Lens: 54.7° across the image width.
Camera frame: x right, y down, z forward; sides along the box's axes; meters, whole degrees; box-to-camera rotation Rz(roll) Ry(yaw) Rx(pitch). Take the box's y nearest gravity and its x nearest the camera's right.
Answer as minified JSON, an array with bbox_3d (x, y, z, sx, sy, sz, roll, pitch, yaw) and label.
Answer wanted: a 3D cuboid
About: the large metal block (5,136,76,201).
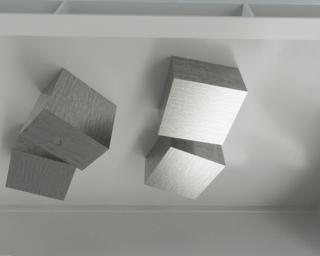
[{"bbox_3d":[-0.160,0.050,0.433,0.081,0.050,0.079,18,128,-15],"label":"large metal block"}]

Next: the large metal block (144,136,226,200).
[{"bbox_3d":[0.032,0.047,0.433,0.080,0.050,0.079,20,127,-17],"label":"large metal block"}]

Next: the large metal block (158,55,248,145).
[{"bbox_3d":[0.045,-0.031,0.366,0.081,0.050,0.079,9,130,-8],"label":"large metal block"}]

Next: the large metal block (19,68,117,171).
[{"bbox_3d":[-0.102,-0.010,0.363,0.080,0.080,0.050,37,121,-27],"label":"large metal block"}]
